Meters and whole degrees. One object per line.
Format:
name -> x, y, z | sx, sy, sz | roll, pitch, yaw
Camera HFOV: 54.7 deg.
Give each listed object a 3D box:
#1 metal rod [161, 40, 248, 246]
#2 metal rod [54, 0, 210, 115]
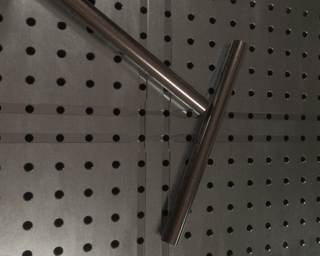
metal rod -> 0.066, 0.015, 0.438 | 0.025, 0.025, 0.299 | 23, 82, -19
metal rod -> -0.054, -0.115, 0.392 | 0.301, 0.025, 0.025 | 37, 78, -17
